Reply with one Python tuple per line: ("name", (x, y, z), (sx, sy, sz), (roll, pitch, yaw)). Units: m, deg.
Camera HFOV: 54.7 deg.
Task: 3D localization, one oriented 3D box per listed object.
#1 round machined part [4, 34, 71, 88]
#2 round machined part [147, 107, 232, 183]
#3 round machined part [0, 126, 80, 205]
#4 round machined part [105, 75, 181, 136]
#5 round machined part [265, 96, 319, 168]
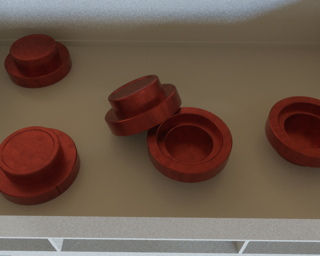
("round machined part", (-0.193, -0.111, 0.486), (0.099, 0.042, 0.098), (0, 50, 0))
("round machined part", (0.034, 0.024, 0.374), (0.099, 0.042, 0.098), (0, 50, 0))
("round machined part", (-0.147, 0.036, 0.362), (0.099, 0.042, 0.098), (0, 50, 0))
("round machined part", (-0.026, -0.034, 0.392), (0.098, 0.042, 0.098), (-21, 23, 9))
("round machined part", (0.181, 0.009, 0.388), (0.099, 0.042, 0.098), (0, 50, 0))
